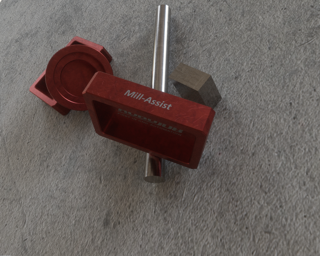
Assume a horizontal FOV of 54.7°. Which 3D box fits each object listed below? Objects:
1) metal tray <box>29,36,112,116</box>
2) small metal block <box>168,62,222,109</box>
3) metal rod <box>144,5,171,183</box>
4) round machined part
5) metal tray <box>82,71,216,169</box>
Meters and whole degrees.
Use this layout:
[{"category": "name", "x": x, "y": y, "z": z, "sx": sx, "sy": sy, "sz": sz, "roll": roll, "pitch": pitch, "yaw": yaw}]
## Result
[{"category": "metal tray", "x": -0.155, "y": -0.093, "z": 0.536, "sx": 0.090, "sy": 0.030, "sz": 0.130, "roll": 29, "pitch": 77, "yaw": 37}, {"category": "small metal block", "x": 0.045, "y": -0.051, "z": 0.395, "sx": 0.050, "sy": 0.050, "sz": 0.025, "roll": 33, "pitch": 80, "yaw": 38}, {"category": "metal rod", "x": 0.000, "y": -0.068, "z": 0.444, "sx": 0.025, "sy": 0.025, "sz": 0.299, "roll": -11, "pitch": 57, "yaw": 22}, {"category": "round machined part", "x": -0.125, "y": -0.076, "z": 0.477, "sx": 0.098, "sy": 0.098, "sz": 0.042, "roll": -53, "pitch": 20, "yaw": -10}, {"category": "metal tray", "x": -0.012, "y": -0.005, "z": 0.340, "sx": 0.131, "sy": 0.090, "sz": 0.030, "roll": 19, "pitch": 61, "yaw": 10}]
